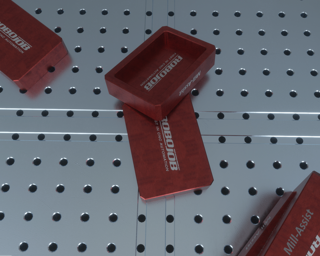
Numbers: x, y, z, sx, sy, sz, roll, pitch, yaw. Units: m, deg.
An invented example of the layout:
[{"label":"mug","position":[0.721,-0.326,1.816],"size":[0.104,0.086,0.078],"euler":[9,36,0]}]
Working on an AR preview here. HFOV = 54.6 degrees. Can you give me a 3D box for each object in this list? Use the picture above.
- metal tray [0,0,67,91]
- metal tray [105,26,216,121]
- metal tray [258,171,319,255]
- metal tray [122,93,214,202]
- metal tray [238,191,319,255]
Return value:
[{"label":"metal tray","position":[-0.215,-0.126,0.454],"size":[0.130,0.030,0.090],"euler":[38,74,12]},{"label":"metal tray","position":[0.003,-0.078,0.414],"size":[0.090,0.030,0.130],"euler":[30,61,24]},{"label":"metal tray","position":[0.137,0.117,0.333],"size":[0.030,0.090,0.130],"euler":[32,73,21]},{"label":"metal tray","position":[0.008,0.022,0.401],"size":[0.091,0.030,0.130],"euler":[-12,70,-4]},{"label":"metal tray","position":[0.148,0.148,0.347],"size":[0.090,0.030,0.130],"euler":[39,81,11]}]
